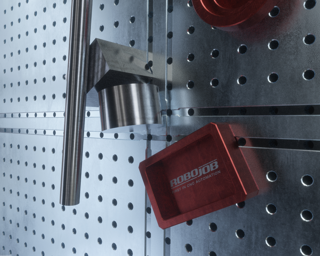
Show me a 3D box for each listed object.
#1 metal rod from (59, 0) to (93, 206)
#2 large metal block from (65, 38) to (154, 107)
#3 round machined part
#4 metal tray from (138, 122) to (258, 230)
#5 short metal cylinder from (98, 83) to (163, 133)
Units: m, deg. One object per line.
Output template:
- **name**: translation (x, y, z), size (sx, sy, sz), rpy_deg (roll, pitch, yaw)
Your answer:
- **metal rod**: translation (-0.105, -0.051, 0.391), size (0.025, 0.025, 0.298), rpy_deg (8, 95, 39)
- **large metal block**: translation (-0.071, -0.071, 0.432), size (0.080, 0.081, 0.050), rpy_deg (-38, 67, 33)
- **round machined part**: translation (0.085, -0.151, 0.328), size (0.098, 0.042, 0.097), rpy_deg (0, 90, 40)
- **metal tray**: translation (0.039, 0.060, 0.373), size (0.130, 0.030, 0.090), rpy_deg (-32, 70, 35)
- **short metal cylinder**: translation (-0.038, -0.023, 0.405), size (0.080, 0.081, 0.050), rpy_deg (-12, 83, 39)
